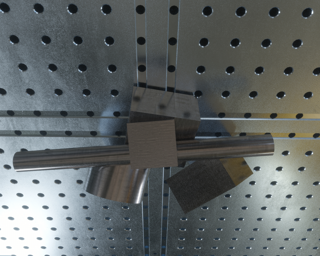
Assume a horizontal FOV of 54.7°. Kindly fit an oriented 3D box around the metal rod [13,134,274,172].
[{"bbox_3d":[-0.022,0.030,0.367,0.302,0.025,0.025,-4,130,3],"label":"metal rod"}]

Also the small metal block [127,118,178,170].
[{"bbox_3d":[-0.007,0.017,0.340,0.050,0.025,0.050,-4,95,3],"label":"small metal block"}]

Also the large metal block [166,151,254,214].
[{"bbox_3d":[0.069,0.066,0.419,0.080,0.050,0.080,-37,165,27],"label":"large metal block"}]

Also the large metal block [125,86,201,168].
[{"bbox_3d":[-0.001,0.000,0.390,0.081,0.050,0.079,8,130,-7],"label":"large metal block"}]

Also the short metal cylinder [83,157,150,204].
[{"bbox_3d":[-0.057,0.066,0.418,0.081,0.080,0.050,15,86,-13],"label":"short metal cylinder"}]
